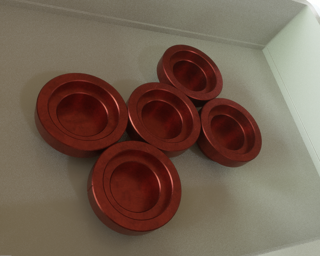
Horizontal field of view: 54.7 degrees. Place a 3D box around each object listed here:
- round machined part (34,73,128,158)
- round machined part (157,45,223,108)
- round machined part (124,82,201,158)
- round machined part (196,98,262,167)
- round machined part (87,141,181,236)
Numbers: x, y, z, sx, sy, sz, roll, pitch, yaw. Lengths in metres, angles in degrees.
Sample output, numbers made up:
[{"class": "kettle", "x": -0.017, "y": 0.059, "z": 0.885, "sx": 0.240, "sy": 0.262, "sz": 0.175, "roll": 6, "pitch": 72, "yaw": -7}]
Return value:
[{"class": "round machined part", "x": -0.089, "y": -0.011, "z": 0.350, "sx": 0.099, "sy": 0.042, "sz": 0.098, "roll": 14, "pitch": 56, "yaw": -21}, {"class": "round machined part", "x": 0.040, "y": -0.071, "z": 0.456, "sx": 0.099, "sy": 0.042, "sz": 0.098, "roll": 14, "pitch": 56, "yaw": -21}, {"class": "round machined part", "x": -0.001, "y": -0.006, "z": 0.394, "sx": 0.099, "sy": 0.042, "sz": 0.098, "roll": 14, "pitch": 56, "yaw": -21}, {"class": "round machined part", "x": 0.089, "y": 0.010, "z": 0.433, "sx": 0.099, "sy": 0.042, "sz": 0.098, "roll": 14, "pitch": 56, "yaw": -21}, {"class": "round machined part", "x": -0.030, "y": 0.066, "z": 0.334, "sx": 0.099, "sy": 0.042, "sz": 0.098, "roll": 14, "pitch": 56, "yaw": -21}]
